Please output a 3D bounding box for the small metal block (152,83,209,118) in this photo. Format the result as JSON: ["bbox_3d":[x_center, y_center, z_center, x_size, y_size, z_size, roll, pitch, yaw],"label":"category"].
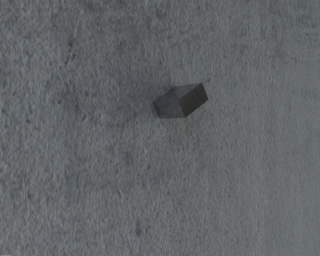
[{"bbox_3d":[0.027,-0.036,0.413,0.050,0.050,0.025,-37,114,-34],"label":"small metal block"}]
